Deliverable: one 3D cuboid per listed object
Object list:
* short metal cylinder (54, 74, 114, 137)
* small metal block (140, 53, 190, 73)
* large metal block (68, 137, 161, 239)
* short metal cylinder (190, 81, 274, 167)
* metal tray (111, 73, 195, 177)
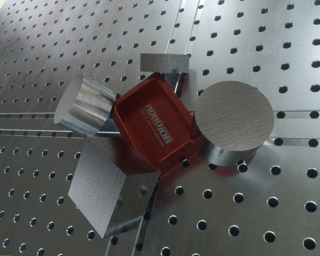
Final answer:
[{"bbox_3d":[-0.111,-0.031,0.451,0.080,0.050,0.080,-36,38,35],"label":"short metal cylinder"},{"bbox_3d":[0.007,-0.093,0.442,0.050,0.050,0.025,10,104,32],"label":"small metal block"},{"bbox_3d":[-0.055,0.065,0.359,0.080,0.050,0.079,35,112,38],"label":"large metal block"},{"bbox_3d":[0.075,-0.004,0.335,0.081,0.050,0.080,1,65,-1],"label":"short metal cylinder"},{"bbox_3d":[-0.007,-0.007,0.412,0.090,0.030,0.130,-35,51,4],"label":"metal tray"}]
